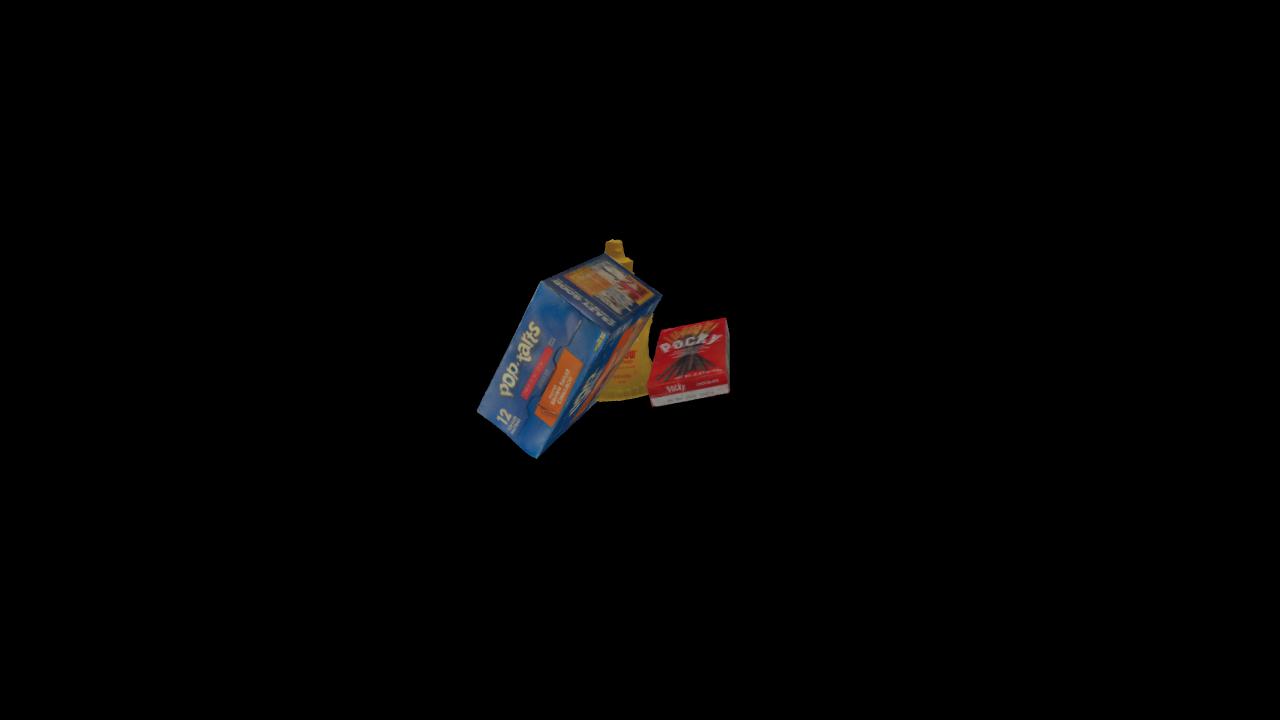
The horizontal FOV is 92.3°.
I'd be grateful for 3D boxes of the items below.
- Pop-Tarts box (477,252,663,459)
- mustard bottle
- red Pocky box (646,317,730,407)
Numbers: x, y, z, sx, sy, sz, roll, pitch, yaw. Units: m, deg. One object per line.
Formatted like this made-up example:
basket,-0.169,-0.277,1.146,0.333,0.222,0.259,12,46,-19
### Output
Pop-Tarts box,-0.069,-0.008,0.631,0.083,0.167,0.141,36,29,7
mustard bottle,-0.029,-0.047,0.713,0.092,0.184,0.054,-4,15,-15
red Pocky box,0.056,-0.002,0.672,0.083,0.028,0.155,-12,22,13
